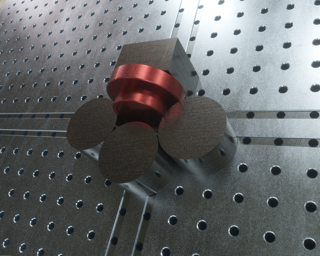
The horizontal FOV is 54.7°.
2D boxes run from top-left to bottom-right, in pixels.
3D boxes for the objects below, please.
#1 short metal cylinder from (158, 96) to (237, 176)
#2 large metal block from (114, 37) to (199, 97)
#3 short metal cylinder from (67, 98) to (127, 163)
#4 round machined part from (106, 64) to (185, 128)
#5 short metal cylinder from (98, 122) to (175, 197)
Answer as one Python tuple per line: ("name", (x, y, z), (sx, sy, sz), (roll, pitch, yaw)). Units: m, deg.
("short metal cylinder", (0.045, 0.010, 0.363), (0.080, 0.050, 0.080), (-13, 56, 21))
("large metal block", (-0.003, -0.071, 0.417), (0.080, 0.080, 0.050), (1, 62, 28))
("short metal cylinder", (-0.081, 0.005, 0.432), (0.080, 0.050, 0.080), (-13, 56, 21))
("round machined part", (-0.021, -0.034, 0.391), (0.098, 0.098, 0.042), (2, 62, 29))
("short metal cylinder", (-0.028, 0.039, 0.384), (0.080, 0.050, 0.080), (-13, 56, 21))
